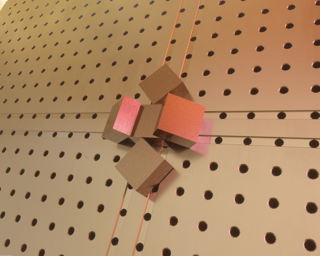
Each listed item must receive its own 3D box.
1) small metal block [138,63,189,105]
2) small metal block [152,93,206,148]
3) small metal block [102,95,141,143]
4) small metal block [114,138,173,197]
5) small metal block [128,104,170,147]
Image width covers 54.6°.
[{"bbox_3d":[0.005,-0.057,0.441,0.050,0.025,0.050,-37,50,2],"label":"small metal block"},{"bbox_3d":[0.024,-0.009,0.384,0.050,0.025,0.050,20,66,-8],"label":"small metal block"},{"bbox_3d":[-0.054,-0.011,0.428,0.050,0.025,0.050,-29,41,59],"label":"small metal block"},{"bbox_3d":[-0.021,0.049,0.389,0.050,0.025,0.050,-47,50,-4],"label":"small metal block"},{"bbox_3d":[-0.009,-0.004,0.415,0.050,0.025,0.050,2,62,29],"label":"small metal block"}]
